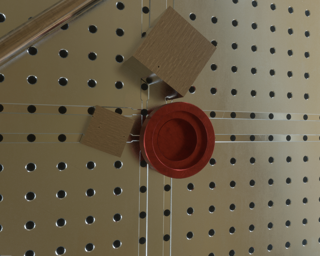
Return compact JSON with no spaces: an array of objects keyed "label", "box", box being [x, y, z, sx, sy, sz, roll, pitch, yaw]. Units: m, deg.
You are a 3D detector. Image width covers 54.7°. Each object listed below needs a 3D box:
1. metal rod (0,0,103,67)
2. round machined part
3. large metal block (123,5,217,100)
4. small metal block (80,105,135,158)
[{"label":"metal rod","box":[-0.136,-0.121,0.362,0.301,0.025,0.025,-40,103,-16]},{"label":"round machined part","box":[0.020,0.015,0.411,0.099,0.042,0.097,0,90,-20]},{"label":"large metal block","box":[0.012,-0.094,0.404,0.080,0.050,0.080,37,78,-16]},{"label":"small metal block","box":[-0.066,0.004,0.388,0.050,0.025,0.050,23,83,-19]}]
